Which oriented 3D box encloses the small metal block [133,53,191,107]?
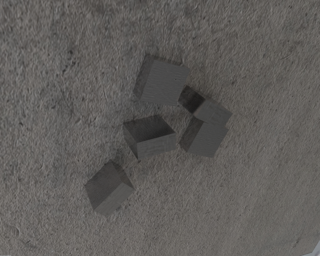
[{"bbox_3d":[0.001,-0.057,0.372,0.050,0.025,0.050,7,115,-32],"label":"small metal block"}]

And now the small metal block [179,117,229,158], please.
[{"bbox_3d":[0.063,0.012,0.449,0.050,0.025,0.050,15,111,-34],"label":"small metal block"}]

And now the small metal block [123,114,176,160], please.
[{"bbox_3d":[-0.014,0.010,0.389,0.050,0.050,0.025,-14,124,-21],"label":"small metal block"}]

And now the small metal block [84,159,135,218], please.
[{"bbox_3d":[-0.066,0.078,0.402,0.050,0.050,0.025,-45,129,3],"label":"small metal block"}]

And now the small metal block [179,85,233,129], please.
[{"bbox_3d":[0.058,-0.028,0.405,0.050,0.050,0.025,21,107,-36],"label":"small metal block"}]
